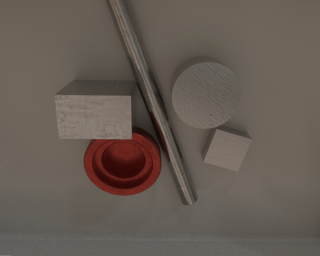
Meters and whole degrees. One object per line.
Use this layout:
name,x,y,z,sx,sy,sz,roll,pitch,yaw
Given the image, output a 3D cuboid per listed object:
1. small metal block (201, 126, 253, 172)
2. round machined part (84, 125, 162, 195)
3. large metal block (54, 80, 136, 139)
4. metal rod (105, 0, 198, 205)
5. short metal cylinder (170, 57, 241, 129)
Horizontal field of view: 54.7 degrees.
small metal block,0.090,0.026,0.422,0.050,0.025,0.050,16,109,-7
round machined part,-0.048,0.038,0.413,0.099,0.042,0.097,-1,116,-1
large metal block,-0.071,-0.025,0.372,0.081,0.080,0.050,1,110,-1
metal rod,-0.006,-0.028,0.400,0.025,0.025,0.298,-18,109,6
short metal cylinder,0.054,-0.045,0.382,0.081,0.050,0.079,0,110,-1
